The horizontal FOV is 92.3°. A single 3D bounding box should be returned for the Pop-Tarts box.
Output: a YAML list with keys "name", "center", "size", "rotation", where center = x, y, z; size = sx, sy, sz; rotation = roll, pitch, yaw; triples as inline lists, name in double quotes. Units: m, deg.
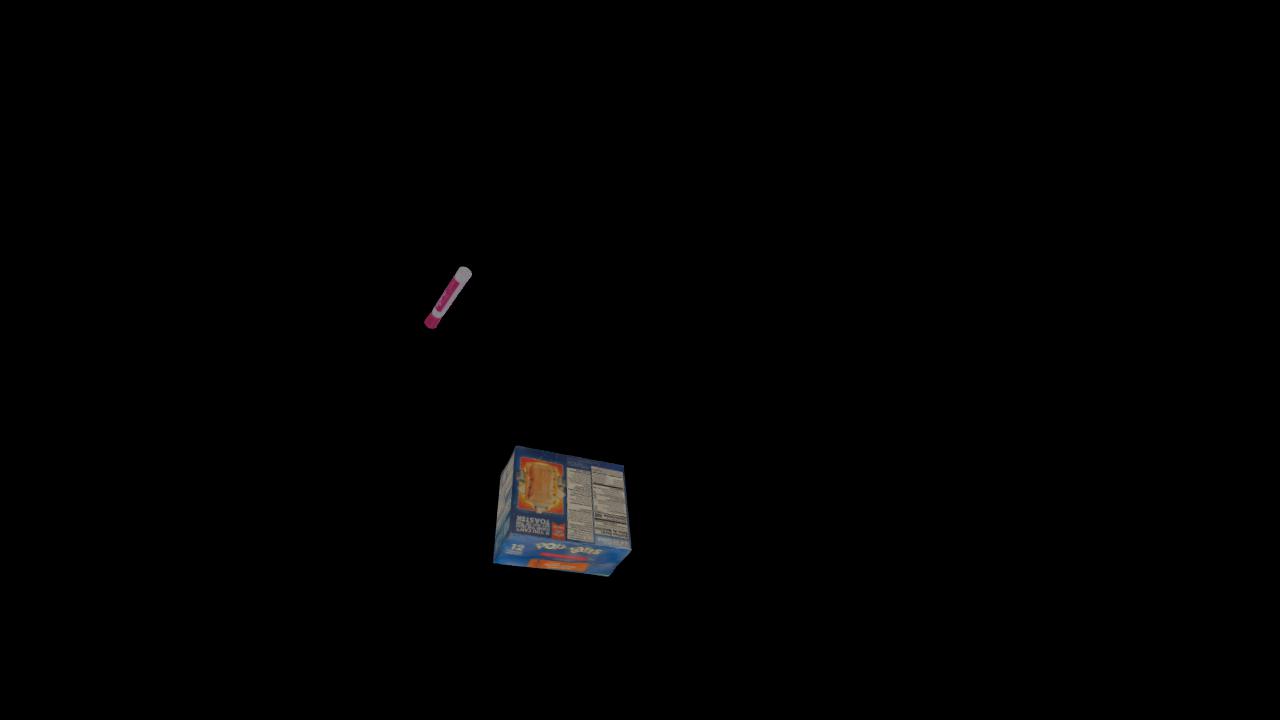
- name: "Pop-Tarts box"
  center: [-0.108, 0.211, 0.856]
  size: [0.167, 0.141, 0.083]
  rotation: [14, -50, -20]

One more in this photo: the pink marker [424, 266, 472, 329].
- name: "pink marker"
  center: [-0.269, -0.083, 0.854]
  size: [0.020, 0.020, 0.121]
  rotation: [0, -35, -47]
